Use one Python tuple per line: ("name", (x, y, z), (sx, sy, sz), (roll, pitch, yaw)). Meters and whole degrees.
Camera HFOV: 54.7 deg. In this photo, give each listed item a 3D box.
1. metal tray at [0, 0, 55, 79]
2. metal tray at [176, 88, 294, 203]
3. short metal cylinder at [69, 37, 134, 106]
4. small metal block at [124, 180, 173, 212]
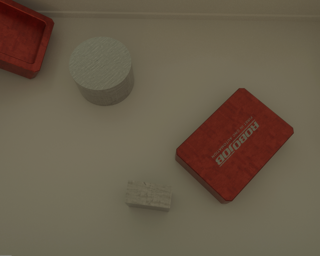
("metal tray", (-0.221, -0.132, 0.416), (0.131, 0.030, 0.090), (20, 67, -30))
("metal tray", (0.095, 0.021, 0.401), (0.130, 0.030, 0.090), (-43, 76, -14))
("short metal cylinder", (-0.077, -0.076, 0.423), (0.081, 0.050, 0.080), (0, 70, 0))
("small metal block", (-0.012, 0.081, 0.366), (0.050, 0.050, 0.025), (7, 70, 2))
